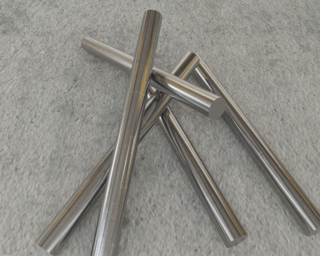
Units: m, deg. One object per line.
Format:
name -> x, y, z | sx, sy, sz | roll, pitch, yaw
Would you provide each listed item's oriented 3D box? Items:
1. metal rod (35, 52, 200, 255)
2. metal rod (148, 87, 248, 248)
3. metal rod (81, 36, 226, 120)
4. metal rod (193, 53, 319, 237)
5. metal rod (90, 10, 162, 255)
metal rod -> -0.033, 0.010, 0.370 | 0.025, 0.025, 0.301 | 26, 61, 19
metal rod -> 0.019, 0.007, 0.397 | 0.025, 0.025, 0.300 | -18, 52, -15
metal rod -> -0.031, -0.081, 0.420 | 0.025, 0.025, 0.300 | -31, 42, -24
metal rod -> 0.107, -0.002, 0.406 | 0.025, 0.025, 0.300 | -16, 52, -14
metal rod -> -0.032, -0.006, 0.346 | 0.025, 0.025, 0.299 | 7, 69, 6
